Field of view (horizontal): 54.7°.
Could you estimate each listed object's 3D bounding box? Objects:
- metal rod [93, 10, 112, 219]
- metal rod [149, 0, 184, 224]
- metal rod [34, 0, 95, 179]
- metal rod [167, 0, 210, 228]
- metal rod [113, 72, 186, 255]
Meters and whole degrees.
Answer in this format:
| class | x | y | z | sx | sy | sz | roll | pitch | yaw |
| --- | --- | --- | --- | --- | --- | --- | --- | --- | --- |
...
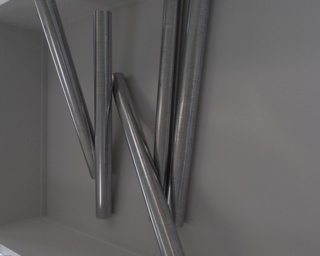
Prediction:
| class | x | y | z | sx | sy | sz | roll | pitch | yaw |
| --- | --- | --- | --- | --- | --- | --- | --- | --- | --- |
| metal rod | -0.082 | -0.010 | 0.446 | 0.025 | 0.025 | 0.298 | 13 | 107 | 39 |
| metal rod | 0.008 | -0.026 | 0.400 | 0.025 | 0.025 | 0.298 | 7 | 94 | 40 |
| metal rod | -0.124 | -0.060 | 0.429 | 0.025 | 0.025 | 0.298 | 10 | 122 | 39 |
| metal rod | 0.034 | -0.026 | 0.378 | 0.025 | 0.025 | 0.298 | 10 | 97 | 39 |
| metal rod | -0.019 | 0.049 | 0.389 | 0.025 | 0.025 | 0.299 | -41 | 55 | 32 |
